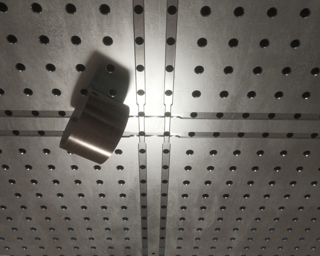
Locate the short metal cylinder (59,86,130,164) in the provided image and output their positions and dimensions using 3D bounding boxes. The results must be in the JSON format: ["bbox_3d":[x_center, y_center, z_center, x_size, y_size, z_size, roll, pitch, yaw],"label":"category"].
[{"bbox_3d":[-0.079,-0.003,0.372,0.050,0.080,0.080,27,125,-22],"label":"short metal cylinder"}]
